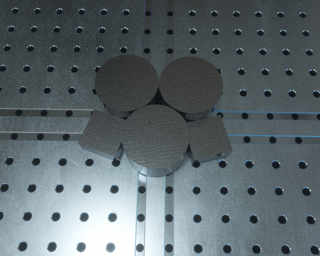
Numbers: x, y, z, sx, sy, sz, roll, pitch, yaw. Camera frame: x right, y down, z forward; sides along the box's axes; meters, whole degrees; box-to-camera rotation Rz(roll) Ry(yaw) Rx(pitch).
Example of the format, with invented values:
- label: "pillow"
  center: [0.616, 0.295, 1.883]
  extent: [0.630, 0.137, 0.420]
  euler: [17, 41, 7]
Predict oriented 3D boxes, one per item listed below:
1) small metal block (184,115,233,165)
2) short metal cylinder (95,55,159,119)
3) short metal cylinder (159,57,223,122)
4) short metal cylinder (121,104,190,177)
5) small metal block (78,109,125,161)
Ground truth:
- label: "small metal block"
  center: [0.060, 0.015, 0.403]
  extent: [0.050, 0.025, 0.050]
  euler: [-13, 71, -5]
- label: "short metal cylinder"
  center: [-0.042, -0.050, 0.412]
  extent: [0.081, 0.050, 0.080]
  euler: [0, 70, 0]
- label: "short metal cylinder"
  center: [0.039, -0.047, 0.412]
  extent: [0.081, 0.050, 0.080]
  euler: [0, 70, 0]
- label: "short metal cylinder"
  center: [-0.005, 0.017, 0.388]
  extent: [0.081, 0.050, 0.080]
  euler: [0, 70, 0]
- label: "small metal block"
  center: [-0.070, 0.009, 0.404]
  extent: [0.050, 0.025, 0.050]
  euler: [20, 71, 7]
